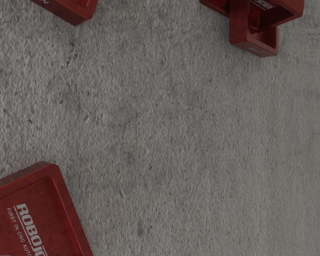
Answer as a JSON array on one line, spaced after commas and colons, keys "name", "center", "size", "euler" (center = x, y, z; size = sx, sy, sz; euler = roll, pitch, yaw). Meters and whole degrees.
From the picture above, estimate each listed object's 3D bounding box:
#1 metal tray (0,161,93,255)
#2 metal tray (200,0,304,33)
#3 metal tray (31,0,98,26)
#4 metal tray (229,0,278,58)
[{"name": "metal tray", "center": [-0.123, 0.108, 0.297], "size": [0.091, 0.030, 0.129], "euler": [-27, 107, -37]}, {"name": "metal tray", "center": [0.137, -0.192, 0.463], "size": [0.131, 0.090, 0.030], "euler": [15, 80, -30]}, {"name": "metal tray", "center": [-0.117, -0.174, 0.302], "size": [0.131, 0.030, 0.090], "euler": [25, 75, -37]}, {"name": "metal tray", "center": [0.161, -0.175, 0.520], "size": [0.131, 0.030, 0.089], "euler": [0, 90, -50]}]
